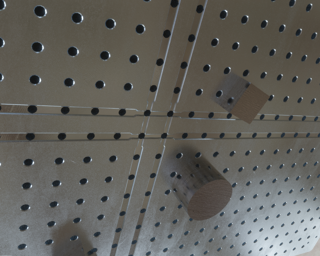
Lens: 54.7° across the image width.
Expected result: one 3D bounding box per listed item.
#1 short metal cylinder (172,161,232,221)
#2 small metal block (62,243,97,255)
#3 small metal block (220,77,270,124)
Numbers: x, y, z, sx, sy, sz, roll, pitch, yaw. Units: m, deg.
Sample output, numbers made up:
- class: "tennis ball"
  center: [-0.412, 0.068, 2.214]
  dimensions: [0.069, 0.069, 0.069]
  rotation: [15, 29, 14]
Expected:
- class: "short metal cylinder"
  center: [0.067, 0.099, 0.493]
  dimensions: [0.081, 0.050, 0.079]
  rotation: [-14, 124, -21]
- class: "small metal block"
  center: [-0.126, 0.211, 0.473]
  dimensions: [0.050, 0.025, 0.050]
  rotation: [-33, 129, -7]
- class: "small metal block"
  center: [0.125, -0.040, 0.455]
  dimensions: [0.050, 0.025, 0.050]
  rotation: [24, 106, -37]
